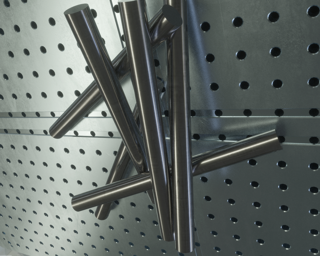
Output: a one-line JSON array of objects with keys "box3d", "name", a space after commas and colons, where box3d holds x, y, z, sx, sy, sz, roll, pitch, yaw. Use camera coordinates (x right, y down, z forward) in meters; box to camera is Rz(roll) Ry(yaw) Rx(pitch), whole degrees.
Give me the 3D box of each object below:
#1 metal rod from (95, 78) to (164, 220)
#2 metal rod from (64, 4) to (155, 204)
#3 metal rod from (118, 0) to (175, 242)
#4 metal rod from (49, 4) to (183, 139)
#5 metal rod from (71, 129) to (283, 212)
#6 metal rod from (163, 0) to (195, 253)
[{"box3d": [-0.057, 0.051, 0.472, 0.025, 0.025, 0.298, 31, 129, 8], "name": "metal rod"}, {"box3d": [-0.042, -0.003, 0.390, 0.025, 0.025, 0.299, 4, 133, 26], "name": "metal rod"}, {"box3d": [-0.006, 0.014, 0.351, 0.025, 0.025, 0.298, 6, 121, 25], "name": "metal rod"}, {"box3d": [-0.078, -0.051, 0.400, 0.025, 0.025, 0.299, 50, 135, -8], "name": "metal rod"}, {"box3d": [0.005, 0.063, 0.407, 0.300, 0.025, 0.025, -21, 107, 23], "name": "metal rod"}, {"box3d": [0.024, 0.007, 0.357, 0.025, 0.025, 0.298, 4, 106, 26], "name": "metal rod"}]
